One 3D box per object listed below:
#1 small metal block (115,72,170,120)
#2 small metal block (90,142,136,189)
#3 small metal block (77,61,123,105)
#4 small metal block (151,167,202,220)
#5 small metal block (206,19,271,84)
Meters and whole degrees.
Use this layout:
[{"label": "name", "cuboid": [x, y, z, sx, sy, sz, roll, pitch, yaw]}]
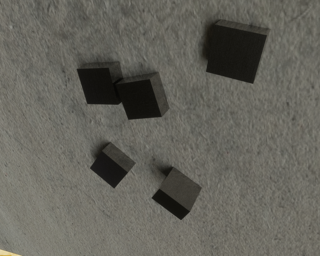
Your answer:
[{"label": "small metal block", "cuboid": [-0.021, -0.040, 0.392, 0.050, 0.025, 0.050, -4, 117, 29]}, {"label": "small metal block", "cuboid": [-0.073, 0.058, 0.480, 0.050, 0.025, 0.050, 40, 129, 0]}, {"label": "small metal block", "cuboid": [-0.075, -0.059, 0.408, 0.050, 0.025, 0.050, 3, 120, 26]}, {"label": "small metal block", "cuboid": [0.024, 0.091, 0.433, 0.050, 0.050, 0.025, 36, 129, 3]}, {"label": "small metal block", "cuboid": [0.079, -0.078, 0.316, 0.050, 0.025, 0.050, 18, 126, 17]}]
